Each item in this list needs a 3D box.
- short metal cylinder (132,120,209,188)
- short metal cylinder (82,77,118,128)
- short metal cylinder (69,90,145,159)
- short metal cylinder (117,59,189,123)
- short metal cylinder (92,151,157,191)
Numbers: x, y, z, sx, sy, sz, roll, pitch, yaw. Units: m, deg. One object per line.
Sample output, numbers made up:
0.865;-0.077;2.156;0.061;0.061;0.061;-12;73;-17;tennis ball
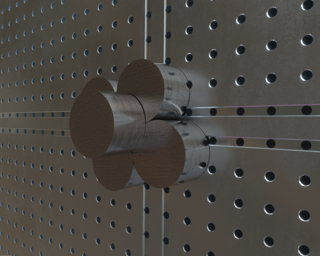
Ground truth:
0.013;0.030;0.380;0.080;0.050;0.079;0;90;39;short metal cylinder
-0.071;-0.031;0.449;0.080;0.050;0.079;0;90;39;short metal cylinder
-0.065;-0.005;0.377;0.080;0.050;0.079;2;92;39;short metal cylinder
-0.010;-0.045;0.398;0.080;0.050;0.079;0;90;39;short metal cylinder
-0.048;0.043;0.430;0.080;0.050;0.079;0;90;39;short metal cylinder
